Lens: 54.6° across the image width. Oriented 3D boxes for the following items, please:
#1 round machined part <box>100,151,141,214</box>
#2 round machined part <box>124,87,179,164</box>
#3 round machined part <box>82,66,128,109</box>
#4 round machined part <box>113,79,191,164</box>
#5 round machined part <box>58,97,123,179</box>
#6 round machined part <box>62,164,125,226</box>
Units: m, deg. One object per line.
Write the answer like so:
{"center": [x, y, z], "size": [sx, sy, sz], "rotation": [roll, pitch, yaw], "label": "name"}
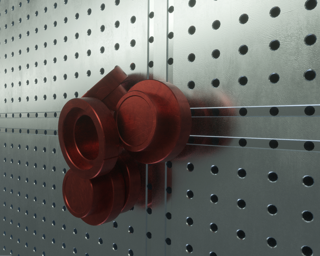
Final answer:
{"center": [-0.077, 0.075, 0.436], "size": [0.098, 0.042, 0.097], "rotation": [0, 90, 40], "label": "round machined part"}
{"center": [-0.018, -0.004, 0.387], "size": [0.098, 0.042, 0.097], "rotation": [0, 90, 40], "label": "round machined part"}
{"center": [-0.081, -0.040, 0.442], "size": [0.098, 0.098, 0.042], "rotation": [-34, 104, 35], "label": "round machined part"}
{"center": [-0.016, -0.008, 0.356], "size": [0.098, 0.042, 0.097], "rotation": [-1, 89, 40], "label": "round machined part"}
{"center": [-0.081, 0.010, 0.383], "size": [0.098, 0.042, 0.097], "rotation": [10, 105, 41], "label": "round machined part"}
{"center": [-0.096, 0.084, 0.424], "size": [0.098, 0.042, 0.097], "rotation": [0, 90, 40], "label": "round machined part"}
